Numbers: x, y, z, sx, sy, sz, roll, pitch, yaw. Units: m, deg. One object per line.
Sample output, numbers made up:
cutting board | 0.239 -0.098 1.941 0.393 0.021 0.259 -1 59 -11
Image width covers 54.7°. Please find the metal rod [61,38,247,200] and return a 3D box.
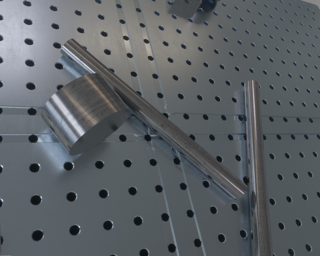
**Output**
metal rod | -0.007 -0.011 0.410 0.300 0.025 0.025 40 51 -1

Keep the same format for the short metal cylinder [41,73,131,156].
short metal cylinder | -0.079 -0.014 0.339 0.081 0.080 0.050 -33 80 -38

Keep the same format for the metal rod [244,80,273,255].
metal rod | 0.141 0.048 0.454 0.025 0.025 0.300 20 54 -17

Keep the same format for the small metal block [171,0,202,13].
small metal block | 0.048 -0.253 0.589 0.050 0.025 0.050 8 58 -24
